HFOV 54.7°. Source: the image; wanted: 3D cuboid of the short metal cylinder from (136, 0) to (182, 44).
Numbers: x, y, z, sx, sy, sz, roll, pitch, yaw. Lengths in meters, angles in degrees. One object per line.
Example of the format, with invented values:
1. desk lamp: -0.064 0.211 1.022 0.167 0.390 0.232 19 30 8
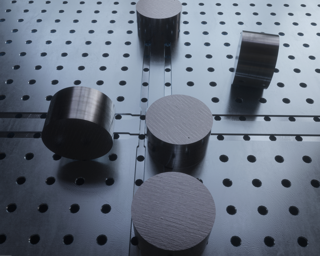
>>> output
1. short metal cylinder: -0.002 -0.195 0.555 0.081 0.050 0.080 0 50 0

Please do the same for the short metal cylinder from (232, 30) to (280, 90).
1. short metal cylinder: 0.139 -0.100 0.458 0.050 0.080 0.080 10 51 8

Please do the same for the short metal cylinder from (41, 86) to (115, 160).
1. short metal cylinder: -0.096 -0.004 0.374 0.081 0.080 0.050 -1 50 -1

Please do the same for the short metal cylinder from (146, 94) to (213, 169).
1. short metal cylinder: 0.023 0.004 0.389 0.081 0.050 0.080 0 50 0

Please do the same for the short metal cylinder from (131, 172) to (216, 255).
1. short metal cylinder: 0.013 0.092 0.314 0.081 0.050 0.080 0 50 0
